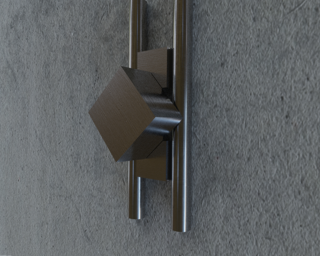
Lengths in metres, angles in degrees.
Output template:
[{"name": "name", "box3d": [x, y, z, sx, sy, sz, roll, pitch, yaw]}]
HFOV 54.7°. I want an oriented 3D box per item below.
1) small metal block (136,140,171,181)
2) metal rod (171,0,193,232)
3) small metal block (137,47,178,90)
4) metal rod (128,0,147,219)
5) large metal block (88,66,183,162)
[{"name": "small metal block", "box3d": [-0.004, 0.040, 0.406, 0.050, 0.025, 0.050, 1, 91, 39]}, {"name": "metal rod", "box3d": [0.027, -0.024, 0.383, 0.025, 0.025, 0.298, 1, 91, 39]}, {"name": "small metal block", "box3d": [-0.003, -0.075, 0.405, 0.050, 0.025, 0.050, 1, 91, 39]}, {"name": "metal rod", "box3d": [-0.031, -0.025, 0.431, 0.025, 0.025, 0.298, 1, 91, 39]}, {"name": "large metal block", "box3d": [-0.032, -0.016, 0.380, 0.080, 0.050, 0.080, -48, 62, 29]}]
